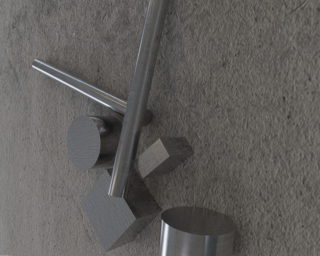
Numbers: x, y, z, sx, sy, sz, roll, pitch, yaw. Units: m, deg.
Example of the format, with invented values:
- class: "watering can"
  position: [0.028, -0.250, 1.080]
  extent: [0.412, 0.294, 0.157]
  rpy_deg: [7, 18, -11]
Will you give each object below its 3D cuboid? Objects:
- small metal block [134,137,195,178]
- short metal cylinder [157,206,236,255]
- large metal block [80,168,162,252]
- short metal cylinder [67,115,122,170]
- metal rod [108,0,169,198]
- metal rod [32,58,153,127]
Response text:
- class: "small metal block"
  position: [0.006, 0.036, 0.384]
  extent: [0.050, 0.050, 0.025]
  rpy_deg: [-43, 64, 31]
- class: "short metal cylinder"
  position: [0.039, 0.124, 0.337]
  extent: [0.080, 0.081, 0.050]
  rpy_deg: [9, 96, 39]
- class: "large metal block"
  position: [-0.057, 0.111, 0.436]
  extent: [0.080, 0.050, 0.080]
  rpy_deg: [-52, 60, 27]
- class: "short metal cylinder"
  position: [-0.096, 0.021, 0.468]
  extent: [0.080, 0.050, 0.080]
  rpy_deg: [0, 90, 40]
- class: "metal rod"
  position: [-0.022, -0.062, 0.392]
  extent: [0.025, 0.025, 0.298]
  rpy_deg: [10, 87, 39]
- class: "metal rod"
  position: [-0.127, -0.068, 0.509]
  extent: [0.300, 0.025, 0.025]
  rpy_deg: [27, 107, 36]
